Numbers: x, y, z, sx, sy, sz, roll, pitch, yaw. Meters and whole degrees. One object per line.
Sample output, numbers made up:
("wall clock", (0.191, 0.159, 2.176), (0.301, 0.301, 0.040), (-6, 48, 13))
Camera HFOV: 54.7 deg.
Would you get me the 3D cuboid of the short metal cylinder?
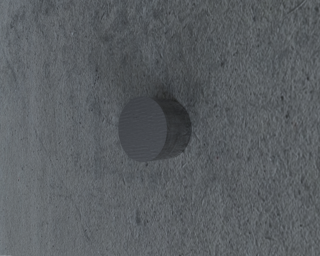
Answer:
("short metal cylinder", (-0.007, 0.001, 0.394), (0.080, 0.050, 0.079), (0, 90, 39))
